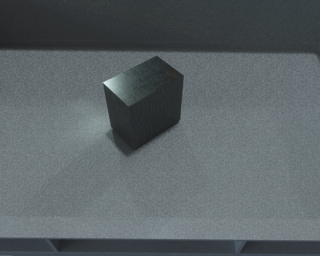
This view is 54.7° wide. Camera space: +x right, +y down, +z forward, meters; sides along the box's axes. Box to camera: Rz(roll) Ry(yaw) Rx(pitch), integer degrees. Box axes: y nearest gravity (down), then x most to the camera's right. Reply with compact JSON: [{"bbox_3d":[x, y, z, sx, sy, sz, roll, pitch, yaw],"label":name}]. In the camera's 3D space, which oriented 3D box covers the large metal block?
[{"bbox_3d":[-0.019,-0.032,0.392,0.081,0.080,0.050,-33,58,-25],"label":"large metal block"}]
